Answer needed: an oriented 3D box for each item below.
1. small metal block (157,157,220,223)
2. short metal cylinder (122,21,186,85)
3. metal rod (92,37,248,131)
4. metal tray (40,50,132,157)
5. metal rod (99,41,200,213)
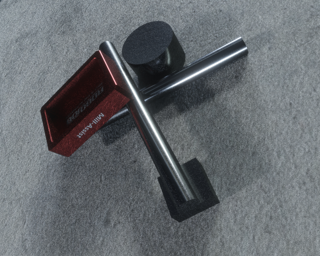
[{"bbox_3d":[0.031,0.069,0.345,0.050,0.025,0.050,-29,52,9],"label":"small metal block"},{"bbox_3d":[-0.009,-0.111,0.459,0.080,0.050,0.080,-13,56,20],"label":"short metal cylinder"},{"bbox_3d":[-0.020,-0.045,0.442,0.301,0.025,0.025,-26,53,11],"label":"metal rod"},{"bbox_3d":[-0.106,-0.034,0.427,0.130,0.030,0.090,-41,50,15],"label":"metal tray"},{"bbox_3d":[-0.028,-0.025,0.402,0.025,0.025,0.300,-34,52,6],"label":"metal rod"}]
